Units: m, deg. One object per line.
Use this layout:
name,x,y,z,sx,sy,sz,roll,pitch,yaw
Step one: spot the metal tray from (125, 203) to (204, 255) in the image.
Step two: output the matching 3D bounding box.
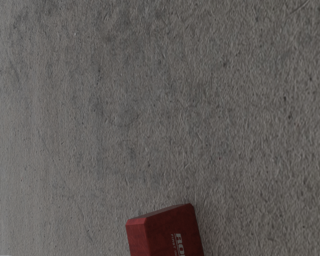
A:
metal tray,0.014,0.159,0.351,0.030,0.091,0.129,-19,78,38
